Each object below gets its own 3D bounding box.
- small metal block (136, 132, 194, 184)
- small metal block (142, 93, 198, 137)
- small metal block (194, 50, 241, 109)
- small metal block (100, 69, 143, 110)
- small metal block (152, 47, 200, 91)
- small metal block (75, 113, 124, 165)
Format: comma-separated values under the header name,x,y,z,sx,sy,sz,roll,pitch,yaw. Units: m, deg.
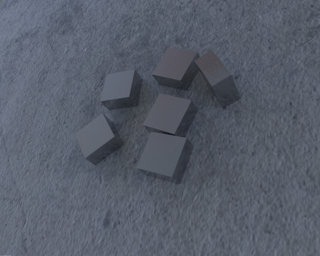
name,x,y,z,sx,sy,sz,roll,pitch,yaw
small metal block,0.007,0.036,0.377,0.050,0.025,0.050,9,66,32
small metal block,0.014,-0.014,0.404,0.050,0.025,0.050,16,70,34
small metal block,0.072,-0.060,0.386,0.025,0.050,0.050,-31,52,8
small metal block,-0.058,-0.057,0.468,0.050,0.025,0.050,-6,59,24
small metal block,0.025,-0.085,0.442,0.050,0.025,0.050,18,71,34
small metal block,-0.086,0.016,0.438,0.050,0.025,0.050,-36,51,3
